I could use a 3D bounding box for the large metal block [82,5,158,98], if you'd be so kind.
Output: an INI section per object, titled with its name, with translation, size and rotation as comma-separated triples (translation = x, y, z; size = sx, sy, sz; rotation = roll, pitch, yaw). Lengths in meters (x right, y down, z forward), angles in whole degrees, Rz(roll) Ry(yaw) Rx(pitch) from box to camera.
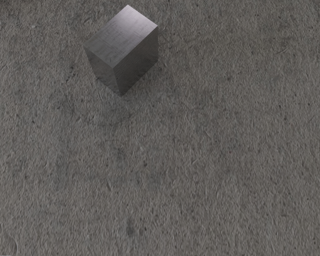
[large metal block]
translation = -0.048, -0.100, 0.415
size = 0.050, 0.080, 0.080
rotation = 39, 75, 13
